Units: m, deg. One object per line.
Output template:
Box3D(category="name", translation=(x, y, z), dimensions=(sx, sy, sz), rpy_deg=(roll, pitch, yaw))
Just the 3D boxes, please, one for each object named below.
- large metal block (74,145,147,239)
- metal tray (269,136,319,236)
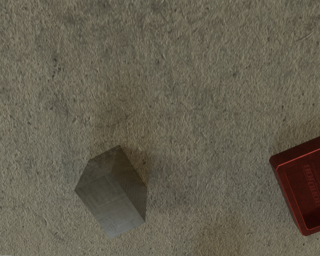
Box3D(category="large metal block", translation=(-0.060, 0.081, 0.410), dimensions=(0.050, 0.080, 0.080), rpy_deg=(-27, 108, 9))
Box3D(category="metal tray", translation=(0.222, 0.083, 0.440), dimensions=(0.090, 0.030, 0.130), rpy_deg=(-25, 109, 8))
